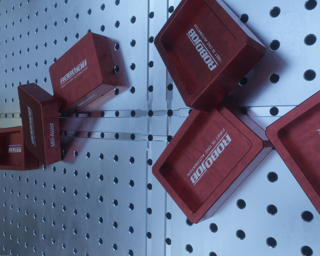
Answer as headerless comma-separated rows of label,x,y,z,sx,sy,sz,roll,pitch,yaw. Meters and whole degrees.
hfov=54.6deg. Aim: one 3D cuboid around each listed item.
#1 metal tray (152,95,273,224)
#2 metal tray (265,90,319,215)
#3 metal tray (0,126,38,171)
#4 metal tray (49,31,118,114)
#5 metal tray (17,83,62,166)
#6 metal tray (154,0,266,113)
metal tray,0.055,0.035,0.361,0.090,0.030,0.129,48,119,29
metal tray,0.166,0.030,0.268,0.090,0.030,0.130,-42,65,32
metal tray,-0.309,0.044,0.663,0.130,0.030,0.090,-5,87,40
metal tray,-0.132,-0.088,0.517,0.130,0.030,0.090,-25,74,37
metal tray,-0.218,-0.006,0.563,0.090,0.030,0.129,31,127,36
metal tray,0.046,-0.092,0.343,0.090,0.030,0.130,-49,43,29
